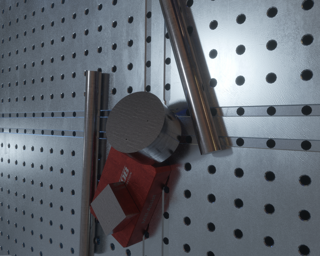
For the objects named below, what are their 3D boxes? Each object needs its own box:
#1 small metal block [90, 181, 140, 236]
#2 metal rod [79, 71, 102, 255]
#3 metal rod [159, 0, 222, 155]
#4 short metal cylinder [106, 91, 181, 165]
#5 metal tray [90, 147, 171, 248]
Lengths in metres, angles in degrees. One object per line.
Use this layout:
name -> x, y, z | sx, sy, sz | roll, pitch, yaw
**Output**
small metal block -> -0.061, 0.108, 0.418 | 0.050, 0.025, 0.050 | -48, 62, 29
metal rod -> -0.112, 0.059, 0.498 | 0.025, 0.025, 0.298 | 5, 93, 39
metal rod -> 0.024, -0.114, 0.387 | 0.025, 0.025, 0.299 | -23, 76, 37
short metal cylinder -> -0.020, 0.001, 0.389 | 0.080, 0.050, 0.080 | -11, 63, 23
metal tray -> -0.046, 0.090, 0.442 | 0.090, 0.030, 0.129 | 33, 110, 34
